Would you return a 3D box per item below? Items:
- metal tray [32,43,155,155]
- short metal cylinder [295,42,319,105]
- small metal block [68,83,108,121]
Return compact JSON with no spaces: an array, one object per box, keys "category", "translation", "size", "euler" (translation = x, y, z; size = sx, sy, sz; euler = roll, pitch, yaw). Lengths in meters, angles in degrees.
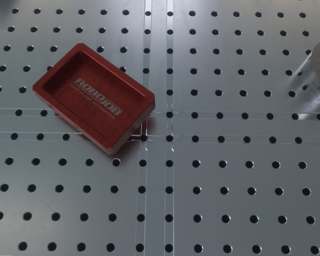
[{"category":"metal tray","translation":[-0.082,-0.039,0.396],"size":[0.130,0.030,0.090],"euler":[37,74,12]},{"category":"short metal cylinder","translation":[0.238,-0.076,0.428],"size":[0.081,0.050,0.080],"euler":[0,70,0]},{"category":"small metal block","translation":[-0.095,-0.034,0.423],"size":[0.050,0.025,0.050],"euler":[-1,70,-1]}]
